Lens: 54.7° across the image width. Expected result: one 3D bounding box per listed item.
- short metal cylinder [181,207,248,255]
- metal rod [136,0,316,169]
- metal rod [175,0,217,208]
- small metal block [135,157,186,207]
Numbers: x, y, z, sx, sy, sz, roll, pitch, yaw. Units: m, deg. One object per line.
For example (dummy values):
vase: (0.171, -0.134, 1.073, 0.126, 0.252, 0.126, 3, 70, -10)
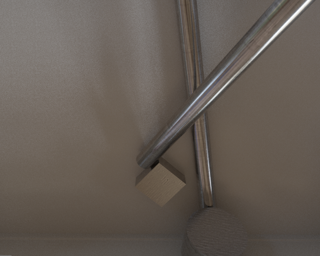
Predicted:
short metal cylinder: (0.072, 0.156, 0.420, 0.081, 0.080, 0.050, 5, 125, -3)
metal rod: (0.053, -0.039, 0.334, 0.025, 0.025, 0.298, 31, 131, -11)
metal rod: (0.049, -0.021, 0.404, 0.025, 0.025, 0.298, -8, 110, 2)
small metal block: (0.001, 0.075, 0.439, 0.050, 0.025, 0.050, 40, 105, -14)
